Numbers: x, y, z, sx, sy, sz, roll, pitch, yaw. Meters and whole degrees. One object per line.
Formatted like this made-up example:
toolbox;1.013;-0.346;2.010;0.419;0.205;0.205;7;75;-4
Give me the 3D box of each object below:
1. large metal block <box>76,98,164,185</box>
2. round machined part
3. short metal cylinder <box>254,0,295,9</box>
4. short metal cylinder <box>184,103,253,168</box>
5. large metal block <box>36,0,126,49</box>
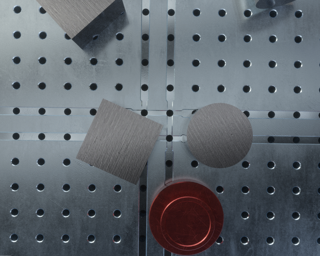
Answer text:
large metal block;-0.049;0.017;0.400;0.080;0.050;0.080;24;90;0
round machined part;0.035;0.119;0.405;0.099;0.042;0.097;0;90;0
short metal cylinder;0.154;-0.191;0.387;0.080;0.080;0.050;-14;90;0
short metal cylinder;0.073;0.009;0.401;0.081;0.050;0.080;0;90;0
large metal block;-0.104;-0.164;0.400;0.080;0.050;0.080;-42;90;0
